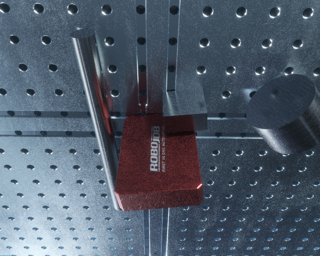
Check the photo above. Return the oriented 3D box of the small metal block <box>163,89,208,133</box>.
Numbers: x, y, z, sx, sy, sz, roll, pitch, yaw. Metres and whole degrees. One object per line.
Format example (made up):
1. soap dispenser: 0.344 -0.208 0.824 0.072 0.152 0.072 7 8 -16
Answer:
1. small metal block: 0.030 -0.022 0.377 0.050 0.050 0.025 -4 130 3

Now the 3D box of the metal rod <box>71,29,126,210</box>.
1. metal rod: -0.074 0.014 0.422 0.025 0.025 0.298 -2 130 2

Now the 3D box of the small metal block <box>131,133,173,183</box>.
1. small metal block: -0.010 0.041 0.430 0.050 0.050 0.025 -26 126 20

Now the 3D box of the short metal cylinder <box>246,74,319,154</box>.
1. short metal cylinder: 0.150 -0.016 0.363 0.080 0.080 0.050 -32 123 24

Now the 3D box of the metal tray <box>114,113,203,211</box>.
1. metal tray: 0.000 0.033 0.371 0.090 0.130 0.030 -5 130 4
